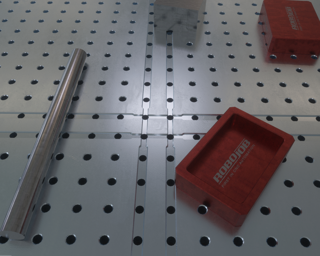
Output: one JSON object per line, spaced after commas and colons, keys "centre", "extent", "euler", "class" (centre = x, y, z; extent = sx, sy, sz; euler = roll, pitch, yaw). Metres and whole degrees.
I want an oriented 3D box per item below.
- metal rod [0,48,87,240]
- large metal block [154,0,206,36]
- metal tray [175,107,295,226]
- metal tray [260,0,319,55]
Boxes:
{"centre": [-0.141, -0.006, 0.410], "extent": [0.025, 0.025, 0.300], "euler": [3, 50, 2], "class": "metal rod"}
{"centre": [0.039, -0.222, 0.578], "extent": [0.080, 0.050, 0.080], "euler": [13, 51, 10], "class": "large metal block"}
{"centre": [0.090, 0.039, 0.372], "extent": [0.090, 0.030, 0.131], "euler": [31, 56, 23], "class": "metal tray"}
{"centre": [0.238, -0.186, 0.563], "extent": [0.091, 0.030, 0.130], "euler": [4, 50, 3], "class": "metal tray"}
